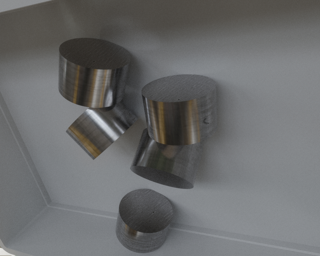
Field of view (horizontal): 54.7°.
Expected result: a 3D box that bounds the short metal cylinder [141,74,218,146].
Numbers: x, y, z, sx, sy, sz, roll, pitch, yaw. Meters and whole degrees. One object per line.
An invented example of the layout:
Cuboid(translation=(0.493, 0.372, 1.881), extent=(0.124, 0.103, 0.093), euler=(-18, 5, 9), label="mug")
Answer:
Cuboid(translation=(0.023, -0.023, 0.346), extent=(0.080, 0.080, 0.050), euler=(6, 121, 24), label="short metal cylinder")

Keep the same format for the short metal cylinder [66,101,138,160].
Cuboid(translation=(-0.076, -0.003, 0.409), extent=(0.050, 0.080, 0.080), euler=(47, 129, -5), label="short metal cylinder")

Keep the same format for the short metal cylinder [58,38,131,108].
Cuboid(translation=(-0.079, -0.068, 0.371), extent=(0.080, 0.080, 0.050), euler=(25, 127, 12), label="short metal cylinder")

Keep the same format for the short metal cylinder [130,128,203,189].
Cuboid(translation=(0.009, 0.039, 0.387), extent=(0.080, 0.050, 0.080), euler=(15, 159, 6), label="short metal cylinder")

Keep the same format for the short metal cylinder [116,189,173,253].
Cuboid(translation=(-0.025, 0.140, 0.471), extent=(0.080, 0.080, 0.050), euler=(23, 127, 14), label="short metal cylinder")
